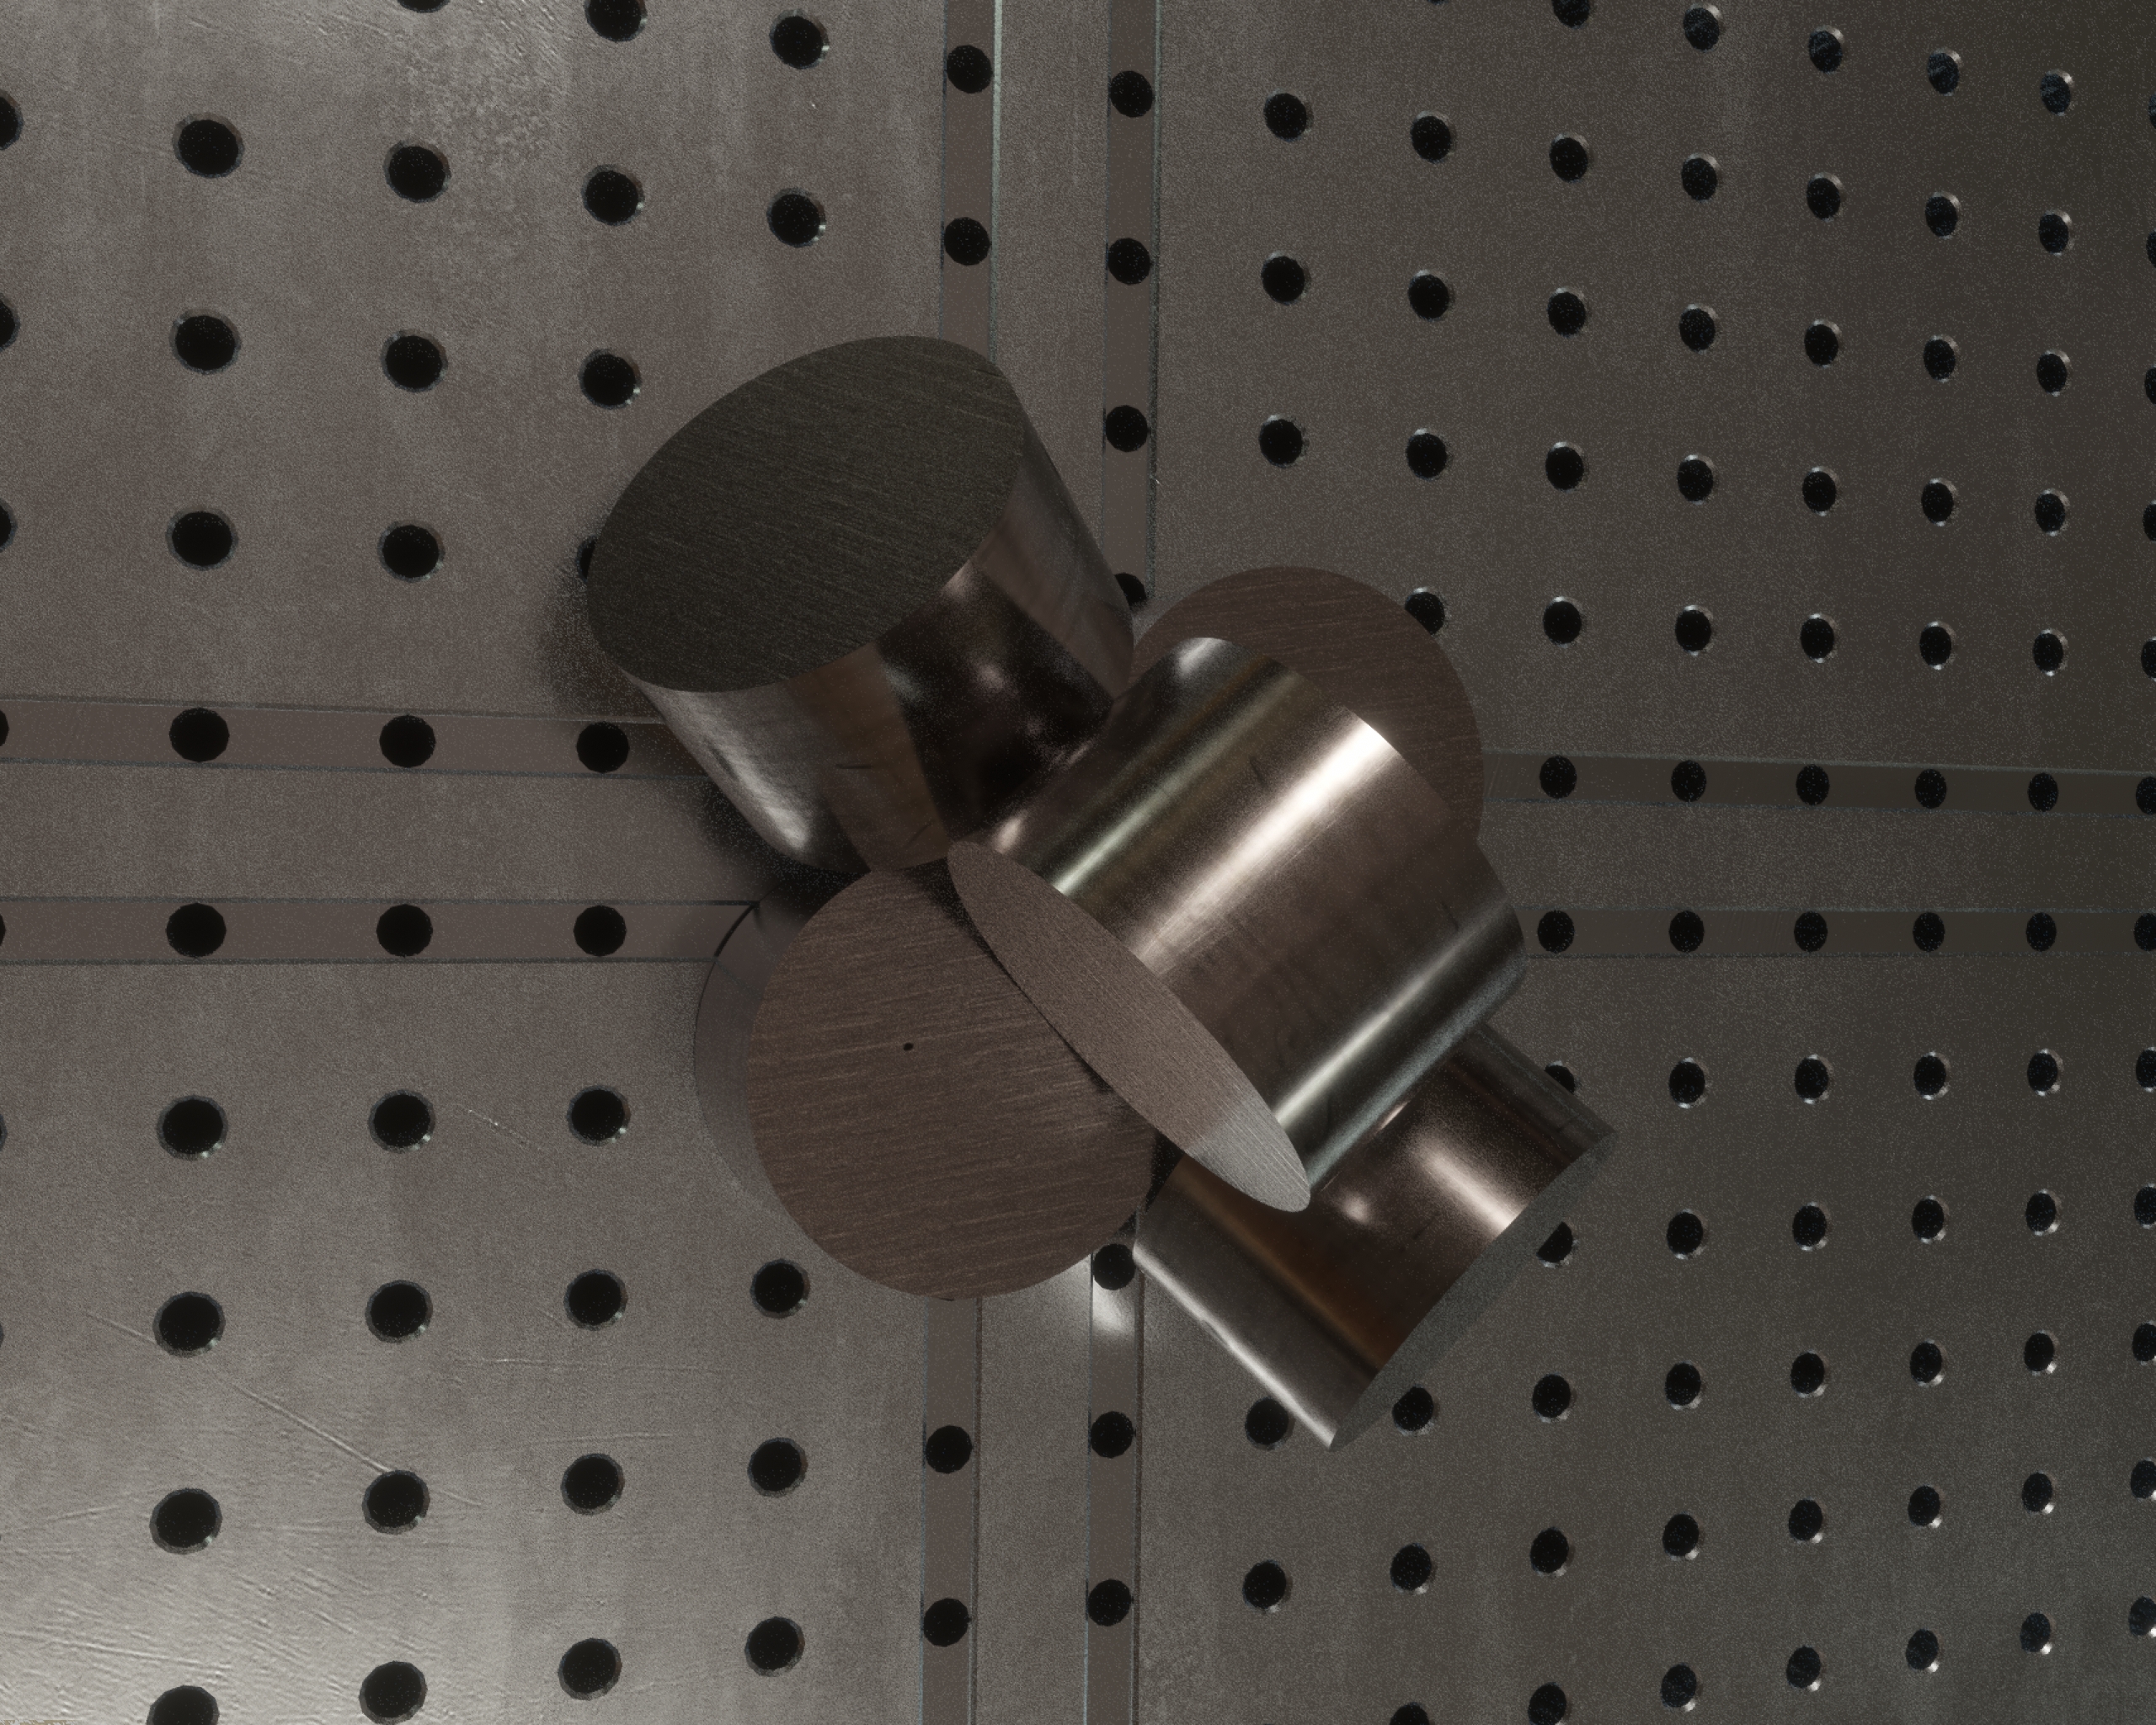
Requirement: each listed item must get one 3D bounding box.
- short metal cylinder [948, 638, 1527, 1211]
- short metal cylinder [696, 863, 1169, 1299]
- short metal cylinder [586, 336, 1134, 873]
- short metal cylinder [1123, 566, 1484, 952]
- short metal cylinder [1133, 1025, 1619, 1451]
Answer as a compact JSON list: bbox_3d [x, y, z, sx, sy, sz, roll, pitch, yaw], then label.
[{"bbox_3d":[0.025,0.010,0.339,0.050,0.080,0.080,-43,104,-15],"label":"short metal cylinder"},{"bbox_3d":[-0.027,0.037,0.390,0.081,0.050,0.079,0,90,-21],"label":"short metal cylinder"},{"bbox_3d":[-0.037,-0.045,0.363,0.080,0.080,0.050,-48,139,-14],"label":"short metal cylinder"},{"bbox_3d":[0.032,-0.016,0.411,0.081,0.050,0.079,0,90,-21],"label":"short metal cylinder"},{"bbox_3d":[0.057,0.065,0.398,0.080,0.080,0.050,-42,68,-15],"label":"short metal cylinder"}]
